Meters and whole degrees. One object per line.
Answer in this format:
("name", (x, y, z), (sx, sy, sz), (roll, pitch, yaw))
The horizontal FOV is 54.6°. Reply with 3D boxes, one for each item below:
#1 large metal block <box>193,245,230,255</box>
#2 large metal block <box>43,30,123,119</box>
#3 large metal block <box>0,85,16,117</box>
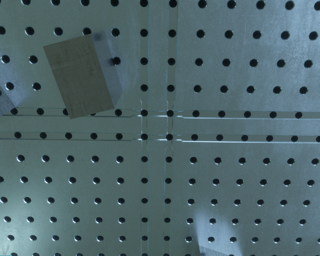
("large metal block", (0.090, 0.238, 0.472), (0.080, 0.080, 0.050), (21, 109, -8))
("large metal block", (-0.083, -0.065, 0.359), (0.050, 0.080, 0.080), (-13, 110, 5))
("large metal block", (-0.248, -0.036, 0.385), (0.080, 0.050, 0.080), (-25, 108, 9))
